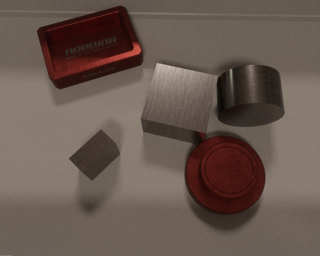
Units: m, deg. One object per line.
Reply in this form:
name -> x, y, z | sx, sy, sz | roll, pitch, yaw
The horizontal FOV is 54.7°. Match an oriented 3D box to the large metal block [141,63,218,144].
large metal block -> 0.026, -0.031, 0.407 | 0.080, 0.050, 0.080 | 13, 70, 5

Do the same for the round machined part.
round machined part -> 0.081, 0.055, 0.381 | 0.099, 0.042, 0.098 | 0, 70, -1

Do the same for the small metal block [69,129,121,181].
small metal block -> -0.079, 0.035, 0.383 | 0.025, 0.050, 0.050 | 42, 75, 13

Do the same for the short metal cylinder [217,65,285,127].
short metal cylinder -> 0.114, -0.038, 0.396 | 0.081, 0.080, 0.050 | 1, 70, 0

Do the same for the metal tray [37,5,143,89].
metal tray -> -0.100, -0.118, 0.448 | 0.131, 0.030, 0.090 | -18, 71, -7
